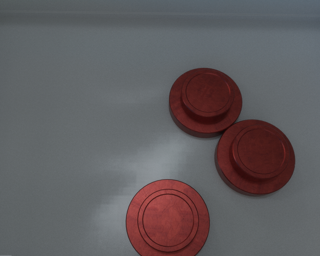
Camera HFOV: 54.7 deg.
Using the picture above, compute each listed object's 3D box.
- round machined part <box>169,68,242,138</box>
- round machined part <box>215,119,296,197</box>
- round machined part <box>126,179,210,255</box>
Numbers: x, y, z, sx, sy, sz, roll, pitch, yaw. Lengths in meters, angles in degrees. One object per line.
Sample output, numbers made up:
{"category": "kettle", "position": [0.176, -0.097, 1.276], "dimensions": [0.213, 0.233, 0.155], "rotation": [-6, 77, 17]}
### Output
{"category": "round machined part", "position": [0.061, -0.039, 0.415], "dimensions": [0.099, 0.042, 0.098], "rotation": [0, 70, 0]}
{"category": "round machined part", "position": [0.121, 0.034, 0.389], "dimensions": [0.099, 0.042, 0.098], "rotation": [0, 70, 0]}
{"category": "round machined part", "position": [0.009, 0.108, 0.361], "dimensions": [0.099, 0.042, 0.098], "rotation": [0, 70, 0]}
